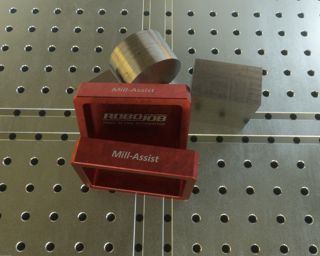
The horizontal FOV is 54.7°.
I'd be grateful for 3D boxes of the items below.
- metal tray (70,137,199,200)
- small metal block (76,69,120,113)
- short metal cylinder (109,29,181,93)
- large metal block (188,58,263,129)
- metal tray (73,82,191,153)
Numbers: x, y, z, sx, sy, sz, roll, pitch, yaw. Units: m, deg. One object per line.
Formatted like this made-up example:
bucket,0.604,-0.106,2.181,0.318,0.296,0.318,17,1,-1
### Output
metal tray,-0.026,0.050,0.357,0.131,0.090,0.030,7,63,2
small metal block,-0.078,-0.044,0.414,0.050,0.050,0.025,-34,74,-12
short metal cylinder,-0.019,-0.083,0.413,0.080,0.080,0.050,-29,73,-10
large metal block,0.078,-0.041,0.399,0.080,0.080,0.050,8,70,2
metal tray,-0.031,-0.009,0.378,0.131,0.089,0.030,1,40,0
